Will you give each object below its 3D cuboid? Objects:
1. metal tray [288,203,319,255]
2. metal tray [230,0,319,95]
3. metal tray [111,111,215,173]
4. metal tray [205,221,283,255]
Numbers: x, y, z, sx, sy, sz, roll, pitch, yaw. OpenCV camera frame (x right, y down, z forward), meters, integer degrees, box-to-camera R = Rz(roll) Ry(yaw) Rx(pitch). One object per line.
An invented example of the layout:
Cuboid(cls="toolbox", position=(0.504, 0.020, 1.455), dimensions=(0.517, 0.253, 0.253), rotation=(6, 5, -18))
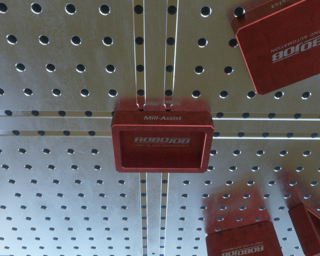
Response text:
Cuboid(cls="metal tray", position=(0.285, 0.199, 0.542), dimensions=(0.130, 0.090, 0.030), rotation=(35, 122, -27))
Cuboid(cls="metal tray", position=(0.152, -0.098, 0.327), dimensions=(0.130, 0.030, 0.090), rotation=(-21, 127, 16))
Cuboid(cls="metal tray", position=(0.003, 0.021, 0.426), dimensions=(0.131, 0.030, 0.089), rotation=(1, 130, -1))
Cuboid(cls="metal tray", position=(0.155, 0.231, 0.568), dimensions=(0.130, 0.090, 0.030), rotation=(-19, 128, 14))
